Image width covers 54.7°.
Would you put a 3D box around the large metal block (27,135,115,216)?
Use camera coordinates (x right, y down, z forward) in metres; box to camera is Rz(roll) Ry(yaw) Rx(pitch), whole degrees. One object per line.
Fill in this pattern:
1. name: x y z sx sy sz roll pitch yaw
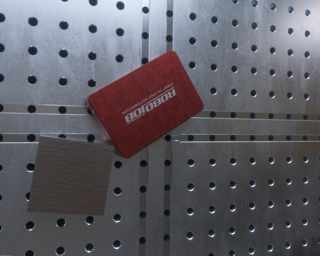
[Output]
1. large metal block: -0.104 0.053 0.361 0.081 0.050 0.080 9 87 -20

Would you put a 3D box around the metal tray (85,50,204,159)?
1. metal tray: -0.017 -0.032 0.403 0.131 0.030 0.090 -33 101 -17
